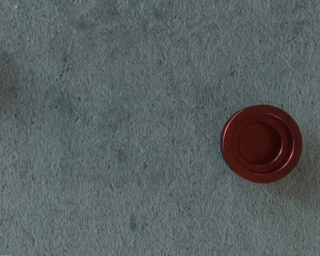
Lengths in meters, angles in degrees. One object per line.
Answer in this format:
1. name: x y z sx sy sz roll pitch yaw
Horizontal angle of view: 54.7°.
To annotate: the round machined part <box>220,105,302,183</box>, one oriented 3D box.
1. round machined part: 0.127 0.020 0.402 0.099 0.042 0.097 0 90 0
